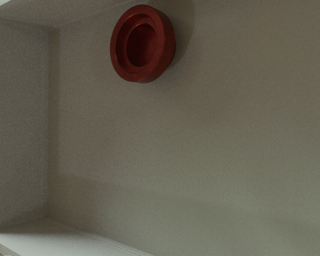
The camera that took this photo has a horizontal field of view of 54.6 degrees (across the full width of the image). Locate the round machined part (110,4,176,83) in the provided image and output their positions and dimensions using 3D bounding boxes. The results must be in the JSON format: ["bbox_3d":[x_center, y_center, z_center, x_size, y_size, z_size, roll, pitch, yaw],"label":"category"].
[{"bbox_3d":[-0.018,-0.108,0.412,0.098,0.042,0.097,0,90,40],"label":"round machined part"}]
